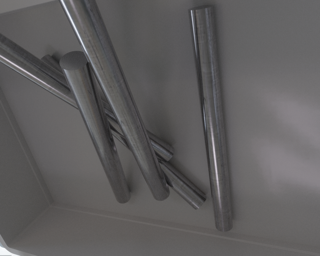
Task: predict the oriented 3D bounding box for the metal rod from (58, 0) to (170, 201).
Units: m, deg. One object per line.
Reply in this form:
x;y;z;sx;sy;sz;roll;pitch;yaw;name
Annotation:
-0.031;-0.006;0.328;0.025;0.025;0.299;9;142;24;metal rod

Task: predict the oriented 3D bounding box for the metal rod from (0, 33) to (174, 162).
-0.097;-0.037;0.353;0.301;0.025;0.025;34;135;-30;metal rod

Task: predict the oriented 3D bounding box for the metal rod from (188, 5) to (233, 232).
0.066;0.009;0.379;0.025;0.025;0.298;3;120;26;metal rod

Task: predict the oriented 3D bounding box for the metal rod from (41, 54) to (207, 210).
-0.053;0.007;0.440;0.300;0.025;0.025;42;129;-1;metal rod

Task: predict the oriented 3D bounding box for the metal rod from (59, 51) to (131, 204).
-0.068;0.027;0.391;0.025;0.025;0.299;20;148;16;metal rod
